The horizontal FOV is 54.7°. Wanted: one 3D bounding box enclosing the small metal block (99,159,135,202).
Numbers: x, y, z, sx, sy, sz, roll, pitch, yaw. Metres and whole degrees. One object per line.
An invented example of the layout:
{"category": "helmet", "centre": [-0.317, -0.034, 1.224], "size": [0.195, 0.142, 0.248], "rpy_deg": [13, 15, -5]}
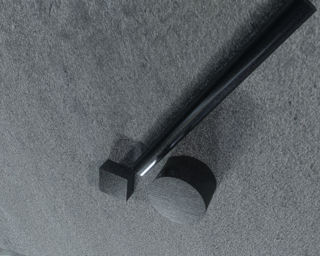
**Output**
{"category": "small metal block", "centre": [-0.069, 0.084, 0.495], "size": [0.050, 0.025, 0.050], "rpy_deg": [19, 126, 17]}

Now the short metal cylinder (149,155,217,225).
{"category": "short metal cylinder", "centre": [0.032, 0.085, 0.426], "size": [0.080, 0.050, 0.079], "rpy_deg": [13, 124, 21]}

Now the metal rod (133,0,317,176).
{"category": "metal rod", "centre": [0.049, -0.026, 0.364], "size": [0.025, 0.025, 0.298], "rpy_deg": [42, 129, -1]}
